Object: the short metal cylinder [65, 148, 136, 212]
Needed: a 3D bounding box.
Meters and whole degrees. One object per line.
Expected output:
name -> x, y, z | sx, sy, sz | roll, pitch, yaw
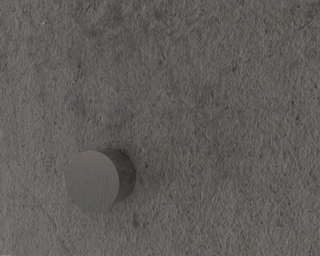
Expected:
short metal cylinder -> -0.080, 0.069, 0.425 | 0.080, 0.050, 0.080 | 0, 90, 20
